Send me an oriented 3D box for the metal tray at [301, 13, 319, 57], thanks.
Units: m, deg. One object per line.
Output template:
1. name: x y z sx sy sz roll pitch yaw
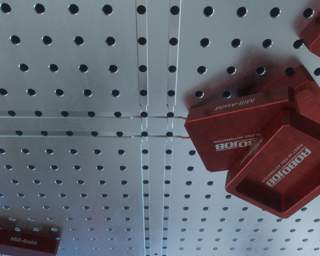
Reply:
1. metal tray: 0.231 -0.097 0.327 0.131 0.030 0.090 22 127 -18

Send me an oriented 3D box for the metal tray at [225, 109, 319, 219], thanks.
1. metal tray: 0.147 0.048 0.364 0.090 0.030 0.129 26 132 -2

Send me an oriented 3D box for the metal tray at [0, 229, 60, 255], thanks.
1. metal tray: -0.275 0.246 0.615 0.131 0.030 0.089 17 128 -14

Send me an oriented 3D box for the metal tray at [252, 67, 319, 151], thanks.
1. metal tray: 0.179 -0.006 0.404 0.090 0.030 0.130 -35 122 26

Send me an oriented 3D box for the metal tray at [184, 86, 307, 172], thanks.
1. metal tray: 0.107 0.007 0.387 0.130 0.030 0.090 -12 123 28
